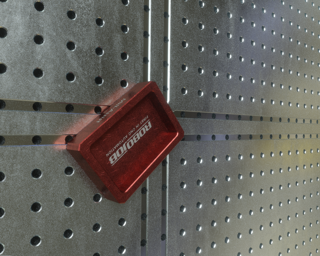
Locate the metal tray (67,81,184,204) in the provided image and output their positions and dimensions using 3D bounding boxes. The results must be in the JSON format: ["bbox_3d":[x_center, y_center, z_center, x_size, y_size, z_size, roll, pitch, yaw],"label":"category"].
[{"bbox_3d":[-0.035,0.014,0.378,0.131,0.030,0.090,-46,118,-30],"label":"metal tray"}]
